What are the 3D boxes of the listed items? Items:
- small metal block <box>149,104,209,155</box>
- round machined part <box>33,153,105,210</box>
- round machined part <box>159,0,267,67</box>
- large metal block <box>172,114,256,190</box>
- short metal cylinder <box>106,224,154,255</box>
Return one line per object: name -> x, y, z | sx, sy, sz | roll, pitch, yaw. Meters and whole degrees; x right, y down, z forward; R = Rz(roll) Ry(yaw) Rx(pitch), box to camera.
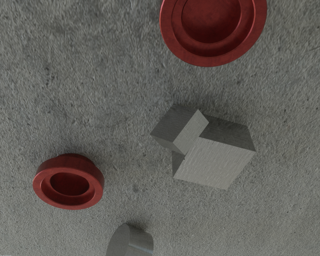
small metal block -> 0.023, 0.001, 0.378 | 0.050, 0.050, 0.025 | -52, 122, -14
round machined part -> -0.131, 0.075, 0.458 | 0.099, 0.042, 0.097 | -1, 130, 0
round machined part -> 0.049, -0.112, 0.301 | 0.099, 0.042, 0.097 | -1, 130, 0
large metal block -> 0.068, 0.032, 0.420 | 0.081, 0.050, 0.079 | 15, 129, -13
short metal cylinder -> -0.055, 0.221, 0.559 | 0.050, 0.080, 0.080 | 30, 124, -23
